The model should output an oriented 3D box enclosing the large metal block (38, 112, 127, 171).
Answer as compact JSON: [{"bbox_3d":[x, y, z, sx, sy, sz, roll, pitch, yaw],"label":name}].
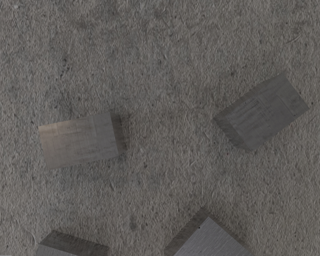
[{"bbox_3d":[-0.090,0.014,0.382,0.080,0.080,0.050,-12,90,0],"label":"large metal block"}]

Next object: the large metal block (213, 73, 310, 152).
[{"bbox_3d":[0.119,-0.018,0.383,0.080,0.080,0.050,-37,90,0],"label":"large metal block"}]

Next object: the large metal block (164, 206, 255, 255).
[{"bbox_3d":[0.062,0.162,0.398,0.080,0.050,0.080,42,90,0],"label":"large metal block"}]

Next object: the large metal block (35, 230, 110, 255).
[{"bbox_3d":[-0.119,0.189,0.397,0.080,0.050,0.080,17,90,0],"label":"large metal block"}]
